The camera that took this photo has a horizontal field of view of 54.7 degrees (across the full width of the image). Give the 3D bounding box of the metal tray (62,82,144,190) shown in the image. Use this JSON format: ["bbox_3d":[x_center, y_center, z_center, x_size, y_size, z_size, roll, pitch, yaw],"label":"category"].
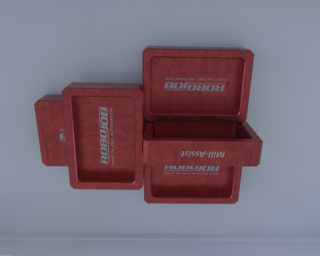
[{"bbox_3d":[-0.065,0.012,0.377,0.091,0.030,0.129,1,110,-1],"label":"metal tray"}]

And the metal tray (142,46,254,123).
[{"bbox_3d":[0.044,-0.054,0.388,0.131,0.030,0.089,1,110,-1],"label":"metal tray"}]

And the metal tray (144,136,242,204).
[{"bbox_3d":[0.044,0.059,0.429,0.131,0.030,0.089,1,110,-1],"label":"metal tray"}]

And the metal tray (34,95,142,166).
[{"bbox_3d":[-0.089,0.004,0.405,0.131,0.030,0.089,0,110,-1],"label":"metal tray"}]

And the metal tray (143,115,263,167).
[{"bbox_3d":[0.047,0.013,0.379,0.131,0.090,0.030,1,110,-1],"label":"metal tray"}]
